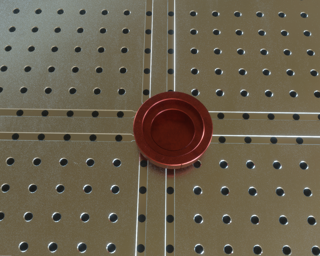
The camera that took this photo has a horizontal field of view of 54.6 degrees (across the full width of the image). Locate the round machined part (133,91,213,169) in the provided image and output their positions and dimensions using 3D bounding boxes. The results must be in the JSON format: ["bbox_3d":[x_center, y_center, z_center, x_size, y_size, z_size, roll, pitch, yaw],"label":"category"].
[{"bbox_3d":[0.016,0.006,0.401,0.099,0.042,0.098,0,70,0],"label":"round machined part"}]
